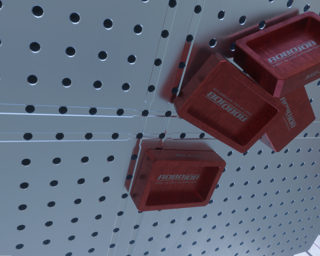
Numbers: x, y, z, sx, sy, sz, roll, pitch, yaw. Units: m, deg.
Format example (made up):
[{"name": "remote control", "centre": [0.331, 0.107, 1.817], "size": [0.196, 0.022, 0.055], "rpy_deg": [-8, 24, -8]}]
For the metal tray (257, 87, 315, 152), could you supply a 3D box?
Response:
[{"name": "metal tray", "centre": [0.193, -0.029, 0.499], "size": [0.090, 0.030, 0.130], "rpy_deg": [-42, 130, 1]}]

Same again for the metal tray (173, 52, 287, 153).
[{"name": "metal tray", "centre": [0.095, -0.029, 0.418], "size": [0.131, 0.030, 0.090], "rpy_deg": [29, 112, -27]}]

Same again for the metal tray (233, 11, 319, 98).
[{"name": "metal tray", "centre": [0.174, -0.100, 0.402], "size": [0.131, 0.090, 0.030], "rpy_deg": [-25, 143, -14]}]

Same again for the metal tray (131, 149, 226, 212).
[{"name": "metal tray", "centre": [0.030, 0.080, 0.475], "size": [0.131, 0.030, 0.089], "rpy_deg": [4, 116, -31]}]
